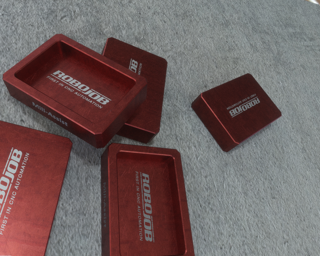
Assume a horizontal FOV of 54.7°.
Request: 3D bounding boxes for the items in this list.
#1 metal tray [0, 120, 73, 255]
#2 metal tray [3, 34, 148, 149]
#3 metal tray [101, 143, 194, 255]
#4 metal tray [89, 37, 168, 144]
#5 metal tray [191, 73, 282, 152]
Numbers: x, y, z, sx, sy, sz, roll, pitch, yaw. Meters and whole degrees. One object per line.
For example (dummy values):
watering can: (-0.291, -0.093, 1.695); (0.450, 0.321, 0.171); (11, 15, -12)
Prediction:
metal tray: (-0.142, 0.061, 0.287); (0.091, 0.030, 0.130); (17, 55, -19)
metal tray: (-0.091, -0.046, 0.346); (0.130, 0.030, 0.090); (30, 59, 13)
metal tray: (-0.016, 0.084, 0.340); (0.091, 0.030, 0.130); (8, 58, -24)
metal tray: (-0.042, -0.052, 0.410); (0.091, 0.030, 0.130); (19, 54, -17)
metal tray: (0.122, -0.028, 0.483); (0.131, 0.030, 0.090); (-26, 76, -37)
